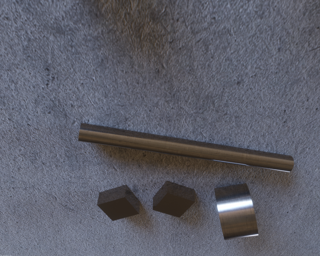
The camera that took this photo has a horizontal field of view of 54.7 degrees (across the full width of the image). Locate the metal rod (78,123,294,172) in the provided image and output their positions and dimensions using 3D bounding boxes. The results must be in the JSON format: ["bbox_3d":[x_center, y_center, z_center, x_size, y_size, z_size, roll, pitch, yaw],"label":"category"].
[{"bbox_3d":[0.042,0.029,0.432,0.302,0.025,0.025,9,130,-9],"label":"metal rod"}]

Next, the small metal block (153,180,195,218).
[{"bbox_3d":[0.022,0.117,0.508,0.050,0.025,0.050,21,127,-18],"label":"small metal block"}]

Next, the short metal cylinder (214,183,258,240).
[{"bbox_3d":[0.118,0.130,0.484,0.050,0.080,0.080,-12,129,9],"label":"short metal cylinder"}]

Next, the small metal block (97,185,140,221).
[{"bbox_3d":[-0.067,0.125,0.512,0.050,0.025,0.050,-19,128,15],"label":"small metal block"}]
